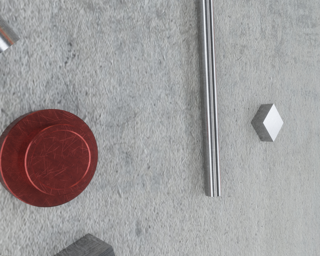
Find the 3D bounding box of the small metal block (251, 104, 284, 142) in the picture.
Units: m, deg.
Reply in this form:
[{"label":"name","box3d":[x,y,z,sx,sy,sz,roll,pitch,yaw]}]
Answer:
[{"label":"small metal block","box3d":[0.200,-0.010,0.576,0.050,0.025,0.050,52,59,-28]}]

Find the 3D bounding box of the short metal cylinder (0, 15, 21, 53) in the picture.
[{"label":"short metal cylinder","box3d":[-0.158,-0.066,0.237,0.080,0.080,0.050,-51,120,-28]}]

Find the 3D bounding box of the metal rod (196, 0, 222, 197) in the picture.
[{"label":"metal rod","box3d":[0.074,-0.046,0.469,0.025,0.025,0.298,-5,93,-40]}]

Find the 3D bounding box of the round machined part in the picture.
[{"label":"round machined part","box3d":[-0.105,0.030,0.307,0.099,0.042,0.097,0,90,-40]}]

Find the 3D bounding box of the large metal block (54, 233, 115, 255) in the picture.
[{"label":"large metal block","box3d":[-0.084,0.172,0.320,0.081,0.050,0.080,-26,107,-37]}]
